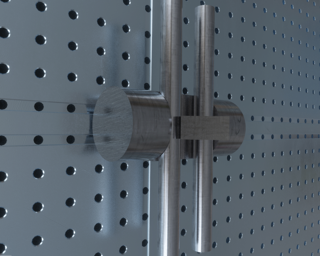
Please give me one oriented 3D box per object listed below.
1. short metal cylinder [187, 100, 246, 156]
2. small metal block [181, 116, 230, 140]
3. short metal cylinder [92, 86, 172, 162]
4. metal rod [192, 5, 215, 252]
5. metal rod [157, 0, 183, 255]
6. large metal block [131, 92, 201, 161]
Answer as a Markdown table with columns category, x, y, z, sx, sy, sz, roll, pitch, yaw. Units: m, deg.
| category | x | y | z | sx | sy | sz | roll | pitch | yaw |
| --- | --- | --- | --- | --- | --- | --- | --- | --- | --- |
| short metal cylinder | 0.069 | 0.000 | 0.426 | 0.050 | 0.080 | 0.079 | 1 | 90 | -39 |
| small metal block | 0.049 | 0.000 | 0.348 | 0.050 | 0.050 | 0.025 | 1 | 90 | 4 |
| short metal cylinder | -0.033 | -0.004 | 0.342 | 0.050 | 0.080 | 0.079 | 2 | 89 | -40 |
| metal rod | 0.054 | 0.000 | 0.385 | 0.025 | 0.025 | 0.298 | 1 | 89 | -40 |
| metal rod | 0.011 | 0.002 | 0.350 | 0.025 | 0.025 | 0.298 | 1 | 89 | -40 |
| large metal block | 0.008 | -0.002 | 0.395 | 0.081 | 0.050 | 0.079 | 1 | 90 | -40 |
